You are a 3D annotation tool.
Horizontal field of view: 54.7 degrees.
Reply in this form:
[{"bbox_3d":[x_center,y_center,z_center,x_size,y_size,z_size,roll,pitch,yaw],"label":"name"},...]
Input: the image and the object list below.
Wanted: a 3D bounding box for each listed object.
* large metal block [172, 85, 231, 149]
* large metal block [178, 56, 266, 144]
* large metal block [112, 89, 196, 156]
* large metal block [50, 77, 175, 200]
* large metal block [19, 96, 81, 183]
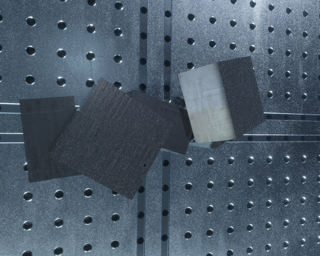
[{"bbox_3d":[0.076,-0.027,0.429,0.080,0.050,0.080,-32,101,-18],"label":"large metal block"},{"bbox_3d":[0.073,-0.034,0.355,0.081,0.050,0.080,-22,99,-48],"label":"large metal block"},{"bbox_3d":[-0.013,-0.005,0.379,0.081,0.080,0.050,20,84,-19],"label":"large metal block"},{"bbox_3d":[-0.047,0.010,0.296,0.080,0.050,0.080,33,79,-17],"label":"large metal block"},{"bbox_3d":[-0.119,0.010,0.339,0.050,0.080,0.079,-7,93,-20],"label":"large metal block"}]
